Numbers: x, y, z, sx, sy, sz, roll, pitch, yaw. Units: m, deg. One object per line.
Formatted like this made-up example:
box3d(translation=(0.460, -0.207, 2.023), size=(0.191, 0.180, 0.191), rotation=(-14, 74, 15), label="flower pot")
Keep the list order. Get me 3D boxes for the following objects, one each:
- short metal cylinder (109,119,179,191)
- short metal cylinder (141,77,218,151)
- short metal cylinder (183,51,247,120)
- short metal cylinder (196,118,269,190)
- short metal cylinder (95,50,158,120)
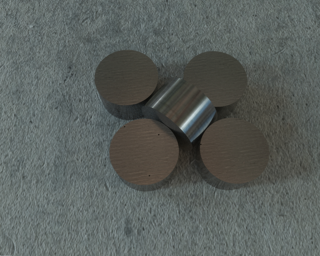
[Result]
box3d(translation=(-0.018, 0.035, 0.382), size=(0.081, 0.050, 0.080), rotation=(0, 70, 0), label="short metal cylinder")
box3d(translation=(0.024, -0.017, 0.387), size=(0.080, 0.080, 0.050), rotation=(38, 74, 12), label="short metal cylinder")
box3d(translation=(0.070, -0.055, 0.415), size=(0.081, 0.050, 0.080), rotation=(0, 70, 0), label="short metal cylinder")
box3d(translation=(0.087, 0.033, 0.384), size=(0.081, 0.050, 0.080), rotation=(0, 70, 0), label="short metal cylinder")
box3d(translation=(-0.043, -0.057, 0.415), size=(0.081, 0.050, 0.080), rotation=(0, 70, 0), label="short metal cylinder")
